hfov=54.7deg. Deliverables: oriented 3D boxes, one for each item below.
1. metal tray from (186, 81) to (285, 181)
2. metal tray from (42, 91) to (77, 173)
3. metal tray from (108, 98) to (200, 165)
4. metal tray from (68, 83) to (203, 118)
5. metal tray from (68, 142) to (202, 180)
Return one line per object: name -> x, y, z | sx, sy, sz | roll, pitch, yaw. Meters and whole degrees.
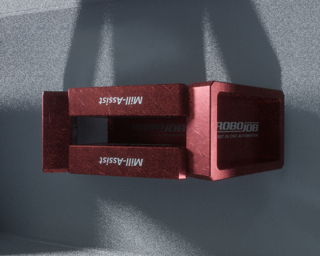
metal tray -> 0.084, 0.002, 0.325 | 0.030, 0.131, 0.089 | 1, 91, 49
metal tray -> -0.125, 0.003, 0.399 | 0.030, 0.130, 0.089 | 0, 91, -12
metal tray -> -0.004, 0.003, 0.408 | 0.130, 0.030, 0.089 | 0, 90, 19
metal tray -> -0.024, -0.027, 0.350 | 0.130, 0.090, 0.030 | 0, 90, 20
metal tray -> -0.024, 0.033, 0.351 | 0.130, 0.090, 0.030 | 0, 90, 19
